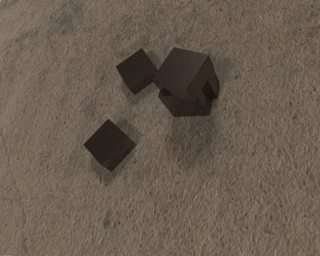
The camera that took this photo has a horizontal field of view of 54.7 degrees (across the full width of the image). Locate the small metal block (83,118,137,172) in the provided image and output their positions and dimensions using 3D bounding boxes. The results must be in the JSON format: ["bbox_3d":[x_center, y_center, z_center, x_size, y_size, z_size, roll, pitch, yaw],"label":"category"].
[{"bbox_3d":[-0.069,0.023,0.424,0.050,0.025,0.050,-47,52,-5],"label":"small metal block"}]

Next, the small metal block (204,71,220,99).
[{"bbox_3d":[0.045,-0.060,0.400,0.050,0.050,0.025,0,62,28],"label":"small metal block"}]

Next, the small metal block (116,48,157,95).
[{"bbox_3d":[-0.033,-0.087,0.473,0.050,0.025,0.050,-35,52,5],"label":"small metal block"}]

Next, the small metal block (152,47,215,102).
[{"bbox_3d":[0.027,-0.063,0.363,0.050,0.025,0.050,23,74,36],"label":"small metal block"}]

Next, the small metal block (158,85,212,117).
[{"bbox_3d":[0.033,-0.038,0.393,0.050,0.050,0.025,-1,62,27],"label":"small metal block"}]
